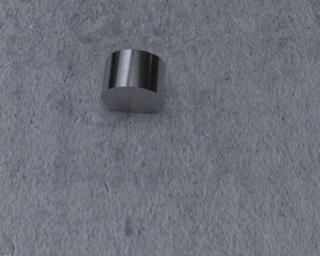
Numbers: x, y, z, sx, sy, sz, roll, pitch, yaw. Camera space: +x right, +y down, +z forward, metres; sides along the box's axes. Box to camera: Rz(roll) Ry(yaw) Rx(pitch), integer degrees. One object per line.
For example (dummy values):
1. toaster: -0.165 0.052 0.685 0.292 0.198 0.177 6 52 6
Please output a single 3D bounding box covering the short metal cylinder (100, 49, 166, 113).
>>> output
1. short metal cylinder: -0.033 -0.057 0.400 0.081 0.080 0.050 3 70 1
